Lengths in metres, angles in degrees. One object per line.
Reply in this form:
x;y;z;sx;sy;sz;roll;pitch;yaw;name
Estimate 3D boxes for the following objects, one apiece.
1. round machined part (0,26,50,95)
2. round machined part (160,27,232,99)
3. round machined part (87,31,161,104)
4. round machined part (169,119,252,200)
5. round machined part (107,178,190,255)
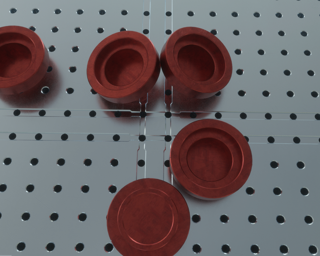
-0.204;-0.090;0.433;0.099;0.042;0.098;0;70;-1;round machined part
0.046;-0.085;0.423;0.099;0.042;0.098;7;69;-20;round machined part
-0.046;-0.078;0.421;0.098;0.042;0.098;-5;72;16;round machined part
0.061;0.041;0.388;0.099;0.042;0.098;0;70;-1;round machined part
-0.013;0.107;0.363;0.099;0.042;0.098;0;70;-1;round machined part
